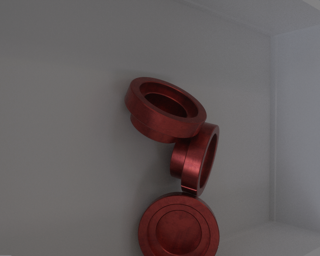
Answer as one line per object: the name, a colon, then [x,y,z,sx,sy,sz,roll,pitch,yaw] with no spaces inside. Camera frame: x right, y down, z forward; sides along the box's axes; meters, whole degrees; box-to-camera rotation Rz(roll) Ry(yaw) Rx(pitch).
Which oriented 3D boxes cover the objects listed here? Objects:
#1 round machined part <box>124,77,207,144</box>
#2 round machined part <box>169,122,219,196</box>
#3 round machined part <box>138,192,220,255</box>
round machined part: [0.003,-0.018,0.374,0.099,0.098,0.042,0,128,-40]
round machined part: [0.045,0.038,0.414,0.098,0.042,0.097,14,91,-71]
round machined part: [0.024,0.130,0.393,0.042,0.099,0.097,9,83,-84]
